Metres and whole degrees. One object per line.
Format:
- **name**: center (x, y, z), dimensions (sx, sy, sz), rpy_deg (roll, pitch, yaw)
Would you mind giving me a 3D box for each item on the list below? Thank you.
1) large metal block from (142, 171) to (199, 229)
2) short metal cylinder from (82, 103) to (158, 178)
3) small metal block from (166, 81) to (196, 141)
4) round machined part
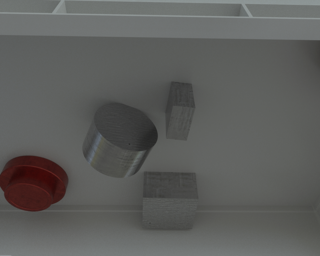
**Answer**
- **large metal block**: center (0.014, 0.115, 0.491), dimensions (0.081, 0.050, 0.079), rpy_deg (2, 130, -2)
- **short metal cylinder**: center (-0.050, 0.015, 0.385), dimensions (0.081, 0.080, 0.050), rpy_deg (19, 127, -16)
- **small metal block**: center (0.023, -0.021, 0.375), dimensions (0.025, 0.050, 0.050), rpy_deg (6, 130, -5)
- **round machined part**: center (-0.194, 0.091, 0.473), dimensions (0.099, 0.042, 0.097), rpy_deg (-1, 130, 0)
